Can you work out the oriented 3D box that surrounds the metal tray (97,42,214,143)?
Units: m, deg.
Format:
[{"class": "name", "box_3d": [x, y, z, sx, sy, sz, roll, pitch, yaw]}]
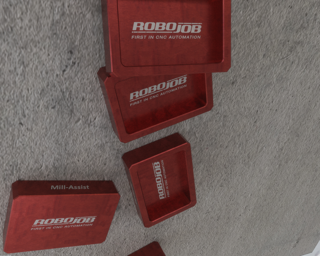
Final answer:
[{"class": "metal tray", "box_3d": [0.000, -0.045, 0.375, 0.131, 0.030, 0.089, -21, 127, -16]}]

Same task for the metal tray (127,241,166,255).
[{"class": "metal tray", "box_3d": [-0.042, 0.253, 0.498, 0.131, 0.090, 0.030, -24, 127, -14]}]

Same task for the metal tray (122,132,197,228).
[{"class": "metal tray", "box_3d": [0.003, 0.079, 0.453, 0.091, 0.030, 0.129, -21, 127, -16]}]

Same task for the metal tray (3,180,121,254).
[{"class": "metal tray", "box_3d": [-0.127, 0.113, 0.404, 0.131, 0.030, 0.089, 6, 115, -31]}]

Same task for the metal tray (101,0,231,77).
[{"class": "metal tray", "box_3d": [0.009, -0.101, 0.319, 0.131, 0.030, 0.089, -6, 101, -20]}]
